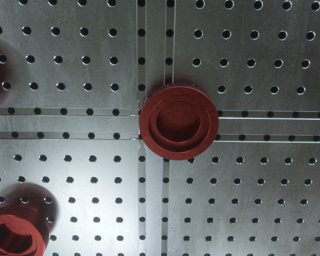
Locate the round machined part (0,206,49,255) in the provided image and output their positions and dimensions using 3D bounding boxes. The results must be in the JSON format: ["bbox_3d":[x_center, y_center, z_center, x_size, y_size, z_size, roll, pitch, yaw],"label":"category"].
[{"bbox_3d":[-0.214,0.157,0.459,0.099,0.042,0.097,0,110,-1],"label":"round machined part"}]

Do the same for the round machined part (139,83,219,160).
[{"bbox_3d":[0.024,-0.011,0.401,0.099,0.042,0.097,0,110,-1],"label":"round machined part"}]
